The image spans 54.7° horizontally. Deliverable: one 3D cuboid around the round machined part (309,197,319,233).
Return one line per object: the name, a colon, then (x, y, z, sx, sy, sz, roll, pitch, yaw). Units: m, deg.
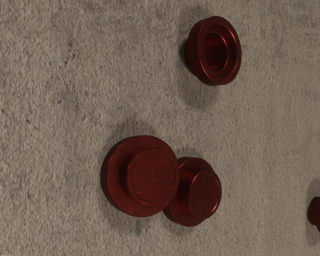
round machined part: (0.382, 0.197, 0.720, 0.099, 0.042, 0.097, 0, 90, -40)

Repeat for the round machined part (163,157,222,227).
round machined part: (0.050, 0.091, 0.438, 0.099, 0.042, 0.097, 0, 90, -40)

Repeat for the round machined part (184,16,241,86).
round machined part: (0.074, -0.111, 0.458, 0.099, 0.042, 0.097, 0, 90, -40)

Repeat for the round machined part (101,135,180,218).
round machined part: (-0.017, 0.057, 0.370, 0.099, 0.042, 0.097, 2, 86, -29)
